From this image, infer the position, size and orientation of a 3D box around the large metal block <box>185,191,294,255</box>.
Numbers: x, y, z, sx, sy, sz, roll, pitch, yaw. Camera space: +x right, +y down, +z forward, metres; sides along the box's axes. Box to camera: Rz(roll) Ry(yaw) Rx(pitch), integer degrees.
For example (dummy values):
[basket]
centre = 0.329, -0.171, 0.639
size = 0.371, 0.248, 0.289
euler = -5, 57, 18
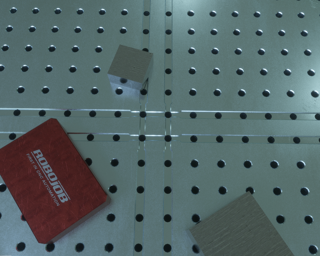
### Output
[large metal block]
centre = 0.086, 0.130, 0.352
size = 0.080, 0.050, 0.080
euler = -29, 73, -11

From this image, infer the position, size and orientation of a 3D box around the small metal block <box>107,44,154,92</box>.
[small metal block]
centre = -0.041, -0.086, 0.443
size = 0.050, 0.025, 0.050
euler = 17, 71, 5

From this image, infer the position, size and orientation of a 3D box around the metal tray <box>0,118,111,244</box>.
[metal tray]
centre = -0.134, 0.063, 0.384
size = 0.090, 0.030, 0.130
euler = -34, 74, -12
